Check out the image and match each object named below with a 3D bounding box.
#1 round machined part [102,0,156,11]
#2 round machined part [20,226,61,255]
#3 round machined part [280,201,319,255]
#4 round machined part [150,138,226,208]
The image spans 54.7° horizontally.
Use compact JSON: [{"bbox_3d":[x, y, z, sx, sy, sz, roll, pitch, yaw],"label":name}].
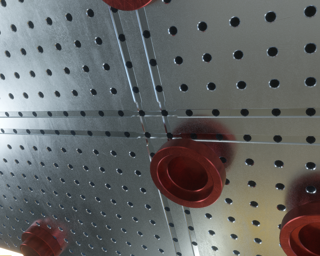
[{"bbox_3d":[-0.040,-0.170,0.315,0.098,0.042,0.097,13,124,20],"label":"round machined part"},{"bbox_3d":[-0.284,0.279,0.719,0.098,0.042,0.097,13,124,20],"label":"round machined part"},{"bbox_3d":[0.199,0.128,0.374,0.098,0.042,0.097,13,124,20],"label":"round machined part"},{"bbox_3d":[0.040,0.055,0.412,0.098,0.042,0.097,13,124,20],"label":"round machined part"}]
